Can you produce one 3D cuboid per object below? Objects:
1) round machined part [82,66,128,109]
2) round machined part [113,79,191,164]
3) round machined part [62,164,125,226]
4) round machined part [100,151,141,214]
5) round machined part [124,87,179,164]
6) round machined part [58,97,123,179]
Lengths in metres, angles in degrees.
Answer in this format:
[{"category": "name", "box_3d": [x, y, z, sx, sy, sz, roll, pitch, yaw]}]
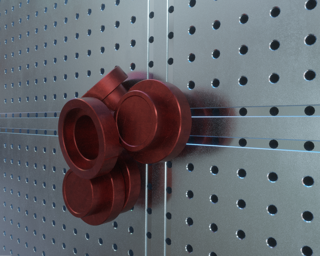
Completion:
[{"category": "round machined part", "box_3d": [-0.081, -0.040, 0.442, 0.098, 0.098, 0.042, -34, 104, 35]}, {"category": "round machined part", "box_3d": [-0.016, -0.008, 0.356, 0.098, 0.042, 0.097, -1, 89, 40]}, {"category": "round machined part", "box_3d": [-0.096, 0.084, 0.424, 0.098, 0.042, 0.097, 0, 90, 40]}, {"category": "round machined part", "box_3d": [-0.077, 0.075, 0.436, 0.098, 0.042, 0.097, 0, 90, 40]}, {"category": "round machined part", "box_3d": [-0.018, -0.004, 0.387, 0.098, 0.042, 0.097, 0, 90, 40]}, {"category": "round machined part", "box_3d": [-0.081, 0.010, 0.383, 0.098, 0.042, 0.097, 10, 105, 41]}]
